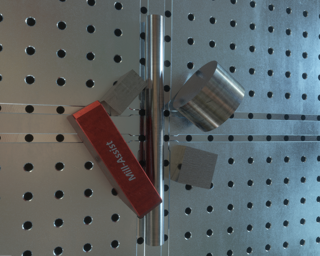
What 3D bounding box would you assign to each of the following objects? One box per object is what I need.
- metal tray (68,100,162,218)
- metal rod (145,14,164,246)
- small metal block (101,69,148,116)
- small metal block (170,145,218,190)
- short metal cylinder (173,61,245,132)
[{"bbox_3d":[-0.055,0.034,0.358,0.030,0.090,0.130,-34,102,-17],"label":"metal tray"},{"bbox_3d":[-0.007,0.003,0.410,0.025,0.025,0.298,0,90,-20],"label":"metal rod"},{"bbox_3d":[-0.047,-0.042,0.382,0.025,0.050,0.050,43,76,-15],"label":"small metal block"},{"bbox_3d":[0.048,0.054,0.432,0.050,0.025,0.050,16,85,-20],"label":"small metal block"},{"bbox_3d":[0.063,-0.042,0.408,0.050,0.080,0.080,40,77,-16],"label":"short metal cylinder"}]
